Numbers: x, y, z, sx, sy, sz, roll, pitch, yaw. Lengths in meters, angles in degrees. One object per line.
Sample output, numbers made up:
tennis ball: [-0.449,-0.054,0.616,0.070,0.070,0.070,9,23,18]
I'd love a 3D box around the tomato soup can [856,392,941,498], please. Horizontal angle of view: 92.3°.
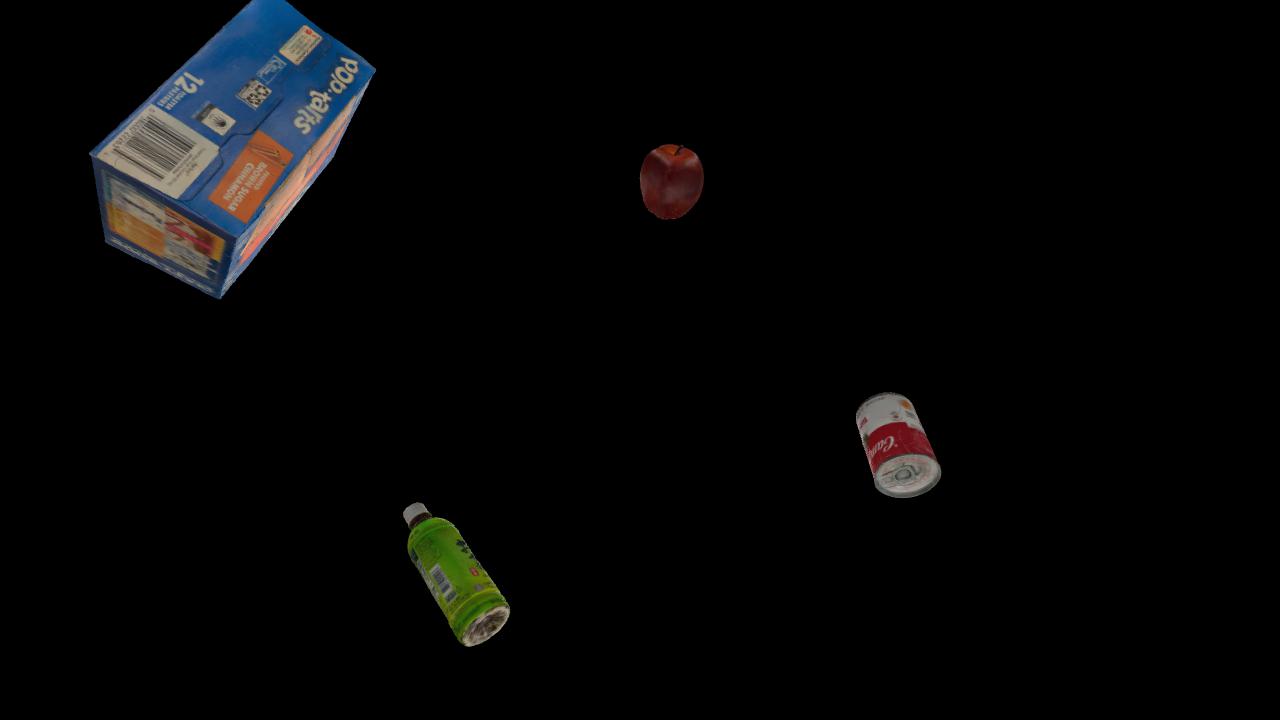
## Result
tomato soup can: [0.283,0.091,0.681,0.068,0.068,0.101,0,37,5]

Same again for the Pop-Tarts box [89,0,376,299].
Pop-Tarts box: [-0.284,-0.146,0.439,0.083,0.167,0.141,36,-31,-26]

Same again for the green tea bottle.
green tea bottle: [-0.251,0.267,0.802,0.073,0.073,0.212,0,34,-50]

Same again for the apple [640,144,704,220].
apple: [0.039,-0.221,0.761,0.079,0.093,0.079,7,42,-6]
